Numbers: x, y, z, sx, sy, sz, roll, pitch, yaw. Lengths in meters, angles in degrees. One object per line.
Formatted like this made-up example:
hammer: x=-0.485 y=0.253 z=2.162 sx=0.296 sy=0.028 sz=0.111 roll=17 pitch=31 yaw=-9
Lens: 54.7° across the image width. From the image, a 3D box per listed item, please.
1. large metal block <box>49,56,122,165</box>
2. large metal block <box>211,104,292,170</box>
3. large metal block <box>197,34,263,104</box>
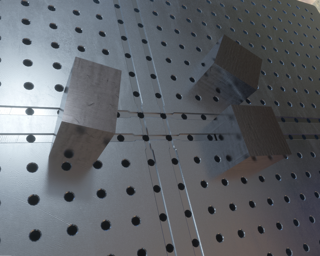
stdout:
large metal block: x=-0.082 y=-0.016 z=0.339 sx=0.050 sy=0.080 sz=0.080 roll=14 pitch=56 yaw=-21
large metal block: x=0.134 y=0.014 z=0.458 sx=0.081 sy=0.050 sz=0.080 roll=0 pitch=62 yaw=-28
large metal block: x=0.118 y=-0.096 z=0.517 sx=0.080 sy=0.050 sz=0.080 roll=30 pitch=52 yaw=-9
